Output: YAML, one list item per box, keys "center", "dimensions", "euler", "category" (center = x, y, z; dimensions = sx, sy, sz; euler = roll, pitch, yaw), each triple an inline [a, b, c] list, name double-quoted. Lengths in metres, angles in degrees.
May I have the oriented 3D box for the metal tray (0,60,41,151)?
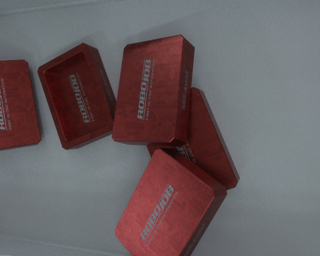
- center: [-0.235, -0.033, 0.459]
  dimensions: [0.091, 0.030, 0.129]
  euler: [-9, 86, -26]
  category: "metal tray"

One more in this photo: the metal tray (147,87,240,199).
- center: [0.034, 0.025, 0.395]
  dimensions: [0.090, 0.030, 0.129]
  euler: [-24, 82, 18]
  category: "metal tray"

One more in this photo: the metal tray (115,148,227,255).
- center: [0.007, 0.099, 0.359]
  dimensions: [0.090, 0.030, 0.129]
  euler: [37, 107, 35]
  category: "metal tray"

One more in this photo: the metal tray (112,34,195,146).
- center: [-0.009, -0.044, 0.386]
  dimensions: [0.090, 0.030, 0.129]
  euler: [0, 78, 32]
  category: "metal tray"

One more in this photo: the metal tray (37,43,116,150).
- center: [-0.115, -0.044, 0.446]
  dimensions: [0.090, 0.030, 0.129]
  euler: [-23, 83, 18]
  category: "metal tray"
